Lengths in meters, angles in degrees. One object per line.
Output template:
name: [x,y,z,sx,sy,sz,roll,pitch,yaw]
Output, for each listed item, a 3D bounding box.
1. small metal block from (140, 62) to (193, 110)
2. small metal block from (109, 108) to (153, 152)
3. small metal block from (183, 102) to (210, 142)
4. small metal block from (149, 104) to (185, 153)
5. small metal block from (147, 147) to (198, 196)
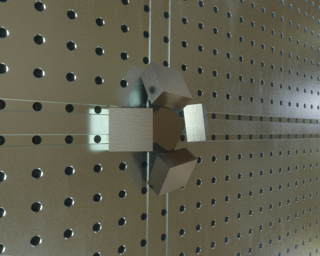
small metal block: [0.008,-0.054,0.401,0.050,0.025,0.050,8,49,-40]
small metal block: [-0.035,0.002,0.367,0.050,0.025,0.050,0,90,-6]
small metal block: [0.053,-0.010,0.440,0.050,0.025,0.050,-29,112,-74]
small metal block: [0.002,0.001,0.412,0.050,0.025,0.050,39,66,-34]
small metal block: [0.016,0.057,0.409,0.050,0.025,0.050,-12,133,-40]
